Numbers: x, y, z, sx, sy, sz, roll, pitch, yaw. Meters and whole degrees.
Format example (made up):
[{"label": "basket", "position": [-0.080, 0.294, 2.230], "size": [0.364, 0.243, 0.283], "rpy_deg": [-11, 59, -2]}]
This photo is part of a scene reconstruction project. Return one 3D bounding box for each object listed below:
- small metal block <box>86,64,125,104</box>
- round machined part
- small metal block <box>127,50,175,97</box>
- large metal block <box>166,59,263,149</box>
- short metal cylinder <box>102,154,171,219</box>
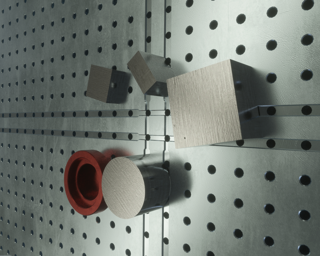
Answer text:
[{"label": "small metal block", "position": [-0.085, -0.068, 0.477], "size": [0.050, 0.025, 0.050], "rpy_deg": [20, 103, 38]}, {"label": "round machined part", "position": [-0.102, 0.082, 0.480], "size": [0.098, 0.042, 0.097], "rpy_deg": [0, 90, 39]}, {"label": "small metal block", "position": [-0.007, -0.068, 0.397], "size": [0.025, 0.050, 0.050], "rpy_deg": [-43, 65, 31]}, {"label": "large metal block", "position": [0.059, -0.022, 0.343], "size": [0.080, 0.050, 0.080], "rpy_deg": [-12, 83, 39]}, {"label": "short metal cylinder", "position": [-0.033, 0.077, 0.418], "size": [0.080, 0.050, 0.079], "rpy_deg": [0, 90, 39]}]
